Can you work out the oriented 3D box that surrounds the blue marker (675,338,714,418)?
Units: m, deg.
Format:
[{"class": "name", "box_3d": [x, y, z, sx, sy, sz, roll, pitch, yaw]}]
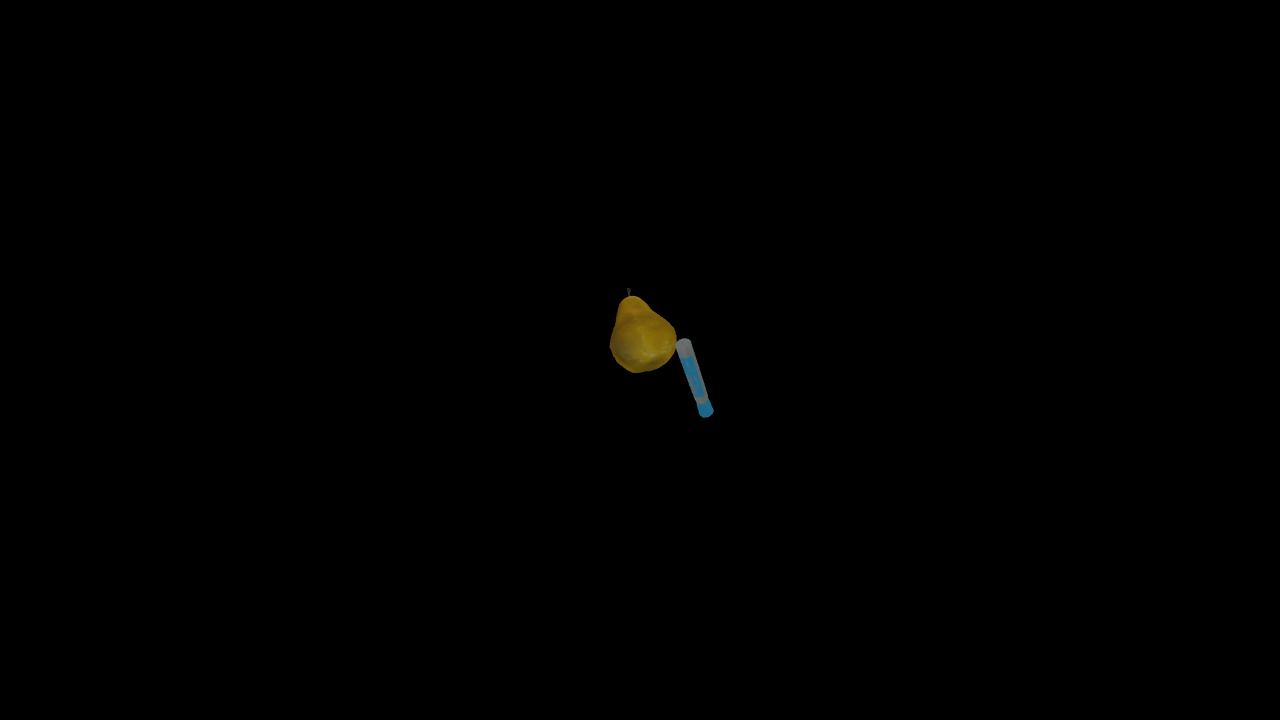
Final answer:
[{"class": "blue marker", "box_3d": [0.067, 0.025, 0.735, 0.020, 0.121, 0.020, -14, 38, 11]}]

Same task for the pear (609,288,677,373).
[{"class": "pear", "box_3d": [-0.005, -0.042, 0.730, 0.080, 0.111, 0.080, -22, -19, -8]}]
